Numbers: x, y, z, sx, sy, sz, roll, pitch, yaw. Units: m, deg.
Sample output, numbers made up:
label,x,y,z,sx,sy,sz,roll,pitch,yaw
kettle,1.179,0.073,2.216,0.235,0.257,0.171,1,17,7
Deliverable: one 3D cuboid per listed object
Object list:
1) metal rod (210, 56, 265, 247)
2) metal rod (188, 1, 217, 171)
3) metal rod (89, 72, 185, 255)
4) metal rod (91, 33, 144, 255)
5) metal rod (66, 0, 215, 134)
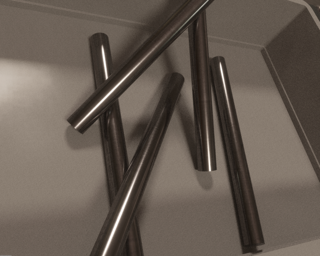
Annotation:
label,x,y,z,sx,sy,sz,roll,pitch,yaw
metal rod,0.108,0.015,0.456,0.025,0.025,0.299,10,57,-23
metal rod,0.053,-0.093,0.412,0.025,0.025,0.298,-3,89,-30
metal rod,-0.014,0.025,0.359,0.025,0.025,0.301,31,44,-9
metal rod,-0.056,0.006,0.372,0.025,0.025,0.299,2,61,-28
metal rod,0.003,-0.109,0.377,0.025,0.025,0.300,43,82,1
